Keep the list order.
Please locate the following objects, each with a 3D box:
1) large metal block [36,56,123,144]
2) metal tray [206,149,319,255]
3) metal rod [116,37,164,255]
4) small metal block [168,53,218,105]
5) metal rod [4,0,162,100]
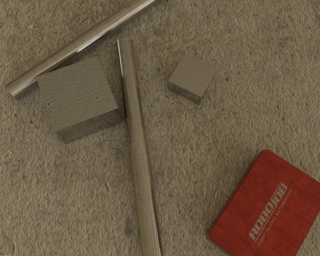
[{"bbox_3d":[-0.104,-0.036,0.407,0.080,0.050,0.080,-22,72,-8],"label":"large metal block"},{"bbox_3d":[0.128,0.102,0.370,0.090,0.030,0.130,35,73,11],"label":"metal tray"},{"bbox_3d":[-0.030,0.014,0.402,0.025,0.025,0.299,-8,70,-3],"label":"metal rod"},{"bbox_3d":[0.045,-0.069,0.434,0.050,0.025,0.050,28,72,9],"label":"small metal block"},{"bbox_3d":[-0.090,-0.141,0.458,0.301,0.025,0.025,-39,75,-14],"label":"metal rod"}]
